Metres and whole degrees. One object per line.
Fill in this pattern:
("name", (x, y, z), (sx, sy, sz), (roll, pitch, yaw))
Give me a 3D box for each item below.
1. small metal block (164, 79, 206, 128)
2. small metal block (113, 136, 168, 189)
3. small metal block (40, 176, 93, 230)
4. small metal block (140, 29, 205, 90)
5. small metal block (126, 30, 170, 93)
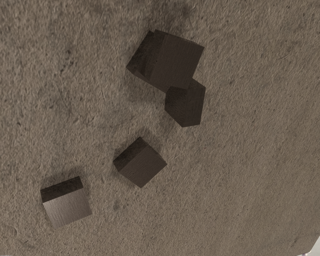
("small metal block", (0.030, -0.036, 0.386), (0.025, 0.050, 0.050), (-10, 123, -24))
("small metal block", (-0.027, 0.048, 0.423), (0.050, 0.025, 0.050), (-43, 130, 1))
("small metal block", (-0.121, 0.097, 0.402), (0.050, 0.025, 0.050), (-19, 126, -18))
("small metal block", (0.013, -0.074, 0.337), (0.050, 0.025, 0.050), (8, 114, -32))
("small metal block", (-0.002, -0.076, 0.360), (0.050, 0.025, 0.050), (26, 104, -37))
